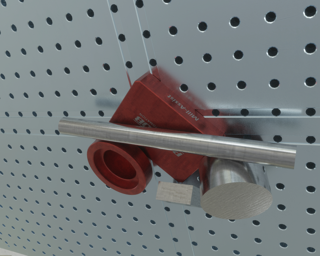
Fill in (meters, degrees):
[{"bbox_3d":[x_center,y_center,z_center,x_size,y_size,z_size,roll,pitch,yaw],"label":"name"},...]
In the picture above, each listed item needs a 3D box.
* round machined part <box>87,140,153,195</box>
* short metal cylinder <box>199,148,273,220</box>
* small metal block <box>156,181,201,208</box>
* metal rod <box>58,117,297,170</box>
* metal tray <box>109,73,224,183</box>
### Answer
[{"bbox_3d":[-0.053,0.047,0.449,0.098,0.042,0.097,18,133,21],"label":"round machined part"},{"bbox_3d":[0.088,0.067,0.370,0.080,0.050,0.079,2,135,2],"label":"short metal cylinder"},{"bbox_3d":[0.029,0.094,0.435,0.050,0.025,0.050,2,163,26],"label":"small metal block"},{"bbox_3d":[0.002,0.013,0.377,0.301,0.025,0.025,7,122,24],"label":"metal rod"},{"bbox_3d":[0.006,0.002,0.406,0.130,0.030,0.089,40,129,0],"label":"metal tray"}]
